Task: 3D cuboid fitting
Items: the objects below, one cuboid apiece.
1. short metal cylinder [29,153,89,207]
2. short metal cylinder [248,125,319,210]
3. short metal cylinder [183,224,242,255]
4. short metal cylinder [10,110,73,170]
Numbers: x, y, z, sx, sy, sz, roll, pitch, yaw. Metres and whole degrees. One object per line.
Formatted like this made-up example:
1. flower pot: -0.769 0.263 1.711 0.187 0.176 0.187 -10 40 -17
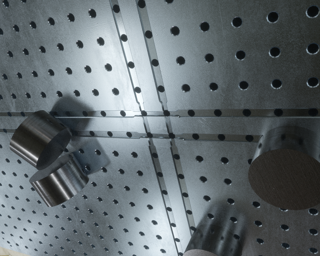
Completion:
1. short metal cylinder: -0.167 0.086 0.517 0.080 0.080 0.050 -17 110 34
2. short metal cylinder: 0.145 0.044 0.346 0.080 0.050 0.079 13 124 21
3. short metal cylinder: 0.080 0.195 0.474 0.080 0.050 0.079 13 124 21
4. short metal cylinder: -0.184 0.019 0.484 0.050 0.080 0.079 34 129 6
